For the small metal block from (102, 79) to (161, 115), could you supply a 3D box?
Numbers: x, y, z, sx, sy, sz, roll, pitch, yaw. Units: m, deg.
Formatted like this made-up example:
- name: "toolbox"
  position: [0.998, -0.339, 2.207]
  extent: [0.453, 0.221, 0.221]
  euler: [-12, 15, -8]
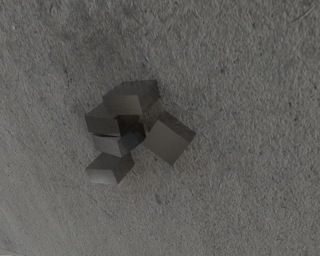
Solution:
- name: "small metal block"
  position: [-0.034, -0.038, 0.385]
  extent: [0.050, 0.050, 0.025]
  euler: [1, 119, 28]

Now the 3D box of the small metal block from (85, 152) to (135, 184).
- name: "small metal block"
  position: [-0.074, 0.058, 0.466]
  extent: [0.050, 0.050, 0.025]
  euler: [-2, 118, 29]

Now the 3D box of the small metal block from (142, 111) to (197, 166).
- name: "small metal block"
  position: [0.012, 0.014, 0.410]
  extent: [0.050, 0.025, 0.050]
  euler: [36, 129, 3]

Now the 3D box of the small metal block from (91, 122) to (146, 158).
- name: "small metal block"
  position: [-0.055, 0.012, 0.421]
  extent: [0.050, 0.050, 0.025]
  euler: [11, 124, 38]

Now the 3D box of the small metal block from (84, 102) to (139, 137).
- name: "small metal block"
  position: [-0.063, -0.014, 0.415]
  extent: [0.050, 0.050, 0.025]
  euler: [7, 121, 24]
